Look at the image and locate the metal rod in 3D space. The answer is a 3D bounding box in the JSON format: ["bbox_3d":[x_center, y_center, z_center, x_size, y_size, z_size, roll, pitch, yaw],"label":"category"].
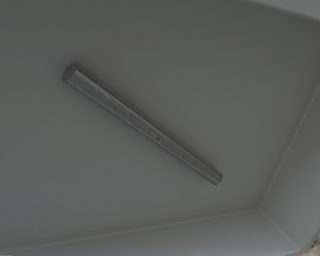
[{"bbox_3d":[0.000,0.012,0.415,0.025,0.025,0.301,-48,129,6],"label":"metal rod"}]
